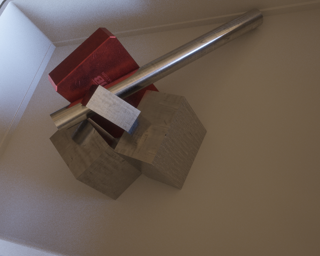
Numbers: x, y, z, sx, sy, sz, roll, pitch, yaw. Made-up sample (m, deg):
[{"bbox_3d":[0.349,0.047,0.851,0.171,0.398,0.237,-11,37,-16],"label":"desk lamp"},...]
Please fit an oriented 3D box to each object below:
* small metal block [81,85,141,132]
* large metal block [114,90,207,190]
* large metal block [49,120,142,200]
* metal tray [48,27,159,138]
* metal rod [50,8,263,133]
[{"bbox_3d":[-0.055,-0.023,0.334,0.025,0.050,0.050,-59,21,-4],"label":"small metal block"},{"bbox_3d":[0.005,0.014,0.357,0.050,0.080,0.080,14,69,33],"label":"large metal block"},{"bbox_3d":[-0.079,0.035,0.389,0.050,0.080,0.080,-45,51,-3],"label":"large metal block"},{"bbox_3d":[-0.064,-0.052,0.399,0.090,0.130,0.030,-43,50,0],"label":"metal tray"},{"bbox_3d":[0.007,-0.079,0.390,0.302,0.025,0.025,-30,50,-14],"label":"metal rod"}]
